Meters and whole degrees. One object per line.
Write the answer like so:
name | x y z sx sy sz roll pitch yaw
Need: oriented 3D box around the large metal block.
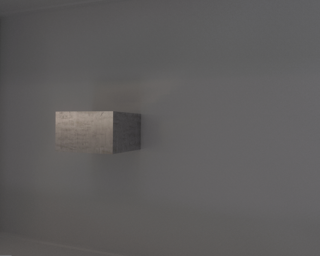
large metal block | -0.078 0.005 0.410 0.080 0.080 0.050 1 90 20
